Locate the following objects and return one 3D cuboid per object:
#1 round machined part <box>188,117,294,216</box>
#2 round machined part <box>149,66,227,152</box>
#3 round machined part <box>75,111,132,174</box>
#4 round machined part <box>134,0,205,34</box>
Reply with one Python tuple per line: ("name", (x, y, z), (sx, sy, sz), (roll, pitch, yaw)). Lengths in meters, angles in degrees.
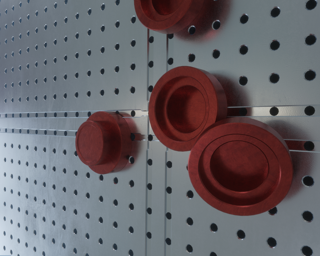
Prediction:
("round machined part", (0.081, 0.036, 0.316), (0.098, 0.042, 0.097), (5, 109, 17))
("round machined part", (0.036, -0.022, 0.369), (0.098, 0.042, 0.097), (0, 90, 40))
("round machined part", (-0.093, 0.023, 0.476), (0.098, 0.042, 0.097), (0, 90, 40))
("round machined part", (0.017, -0.166, 0.385), (0.098, 0.042, 0.097), (0, 90, 40))
